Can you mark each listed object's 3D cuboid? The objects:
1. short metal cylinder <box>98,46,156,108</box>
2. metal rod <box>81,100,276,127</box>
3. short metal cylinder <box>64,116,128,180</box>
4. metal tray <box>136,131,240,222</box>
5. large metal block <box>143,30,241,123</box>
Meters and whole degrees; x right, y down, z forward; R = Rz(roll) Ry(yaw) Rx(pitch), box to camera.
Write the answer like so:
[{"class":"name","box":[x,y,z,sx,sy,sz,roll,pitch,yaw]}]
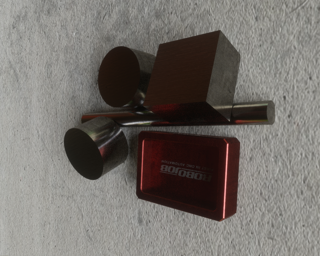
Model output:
[{"class":"short metal cylinder","box":[-0.039,-0.066,0.422,0.080,0.050,0.080,0,89,40]},{"class":"metal rod","box":[-0.002,-0.014,0.410,0.300,0.025,0.025,-1,90,40]},{"class":"short metal cylinder","box":[-0.093,0.028,0.451,0.080,0.050,0.079,18,121,32]},{"class":"metal tray","box":[0.029,0.052,0.378,0.130,0.030,0.089,5,93,39]},{"class":"large metal block","box":[0.036,-0.053,0.344,0.080,0.050,0.080,-1,68,40]}]
